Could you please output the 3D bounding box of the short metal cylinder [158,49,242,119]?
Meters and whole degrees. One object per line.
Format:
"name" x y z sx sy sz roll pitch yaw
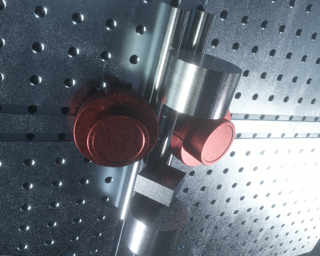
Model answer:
"short metal cylinder" 0.042 -0.050 0.339 0.081 0.080 0.050 1 118 -29

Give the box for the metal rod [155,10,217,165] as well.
"metal rod" 0.018 -0.002 0.418 0.025 0.025 0.298 1 118 -29

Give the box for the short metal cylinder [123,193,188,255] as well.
"short metal cylinder" -0.007 0.130 0.424 0.081 0.080 0.050 1 118 -29

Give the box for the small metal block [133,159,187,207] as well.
"small metal block" 0.001 0.071 0.409 0.050 0.050 0.025 -39 148 -61

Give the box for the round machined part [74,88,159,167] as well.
"round machined part" -0.049 0.006 0.361 0.099 0.042 0.097 -6 119 -10

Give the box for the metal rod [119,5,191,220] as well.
"metal rod" -0.013 -0.001 0.402 0.025 0.025 0.298 1 118 -29

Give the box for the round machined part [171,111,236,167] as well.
"round machined part" 0.065 0.012 0.426 0.099 0.042 0.097 -26 134 -30
